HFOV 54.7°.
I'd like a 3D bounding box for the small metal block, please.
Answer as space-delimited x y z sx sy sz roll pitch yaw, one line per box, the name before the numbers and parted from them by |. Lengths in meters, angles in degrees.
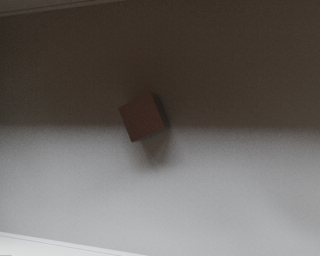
small metal block | -0.021 -0.014 0.413 0.050 0.025 0.050 -24 82 18
